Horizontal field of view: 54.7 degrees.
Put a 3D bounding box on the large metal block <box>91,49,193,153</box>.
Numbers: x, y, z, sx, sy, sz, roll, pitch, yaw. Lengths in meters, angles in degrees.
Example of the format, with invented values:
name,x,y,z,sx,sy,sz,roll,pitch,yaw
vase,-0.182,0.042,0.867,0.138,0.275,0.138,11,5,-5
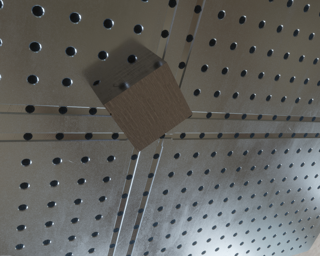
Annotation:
name,x,y,z,sx,sy,sz,roll,pitch,yaw
large metal block,-0.020,-0.032,0.366,0.080,0.050,0.080,-35,129,-5
